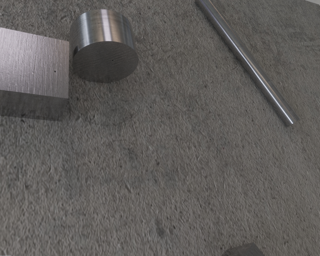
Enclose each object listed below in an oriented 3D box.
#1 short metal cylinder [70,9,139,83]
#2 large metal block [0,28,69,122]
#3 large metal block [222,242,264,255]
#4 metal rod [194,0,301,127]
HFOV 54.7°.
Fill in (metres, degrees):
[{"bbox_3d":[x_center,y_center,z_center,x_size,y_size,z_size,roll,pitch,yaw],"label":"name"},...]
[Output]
[{"bbox_3d":[-0.071,-0.101,0.392,0.081,0.080,0.050,2,61,-27],"label":"short metal cylinder"},{"bbox_3d":[-0.147,-0.058,0.344,0.081,0.050,0.080,6,59,-25],"label":"large metal block"},{"bbox_3d":[0.090,0.183,0.324,0.081,0.050,0.080,-34,81,-38],"label":"large metal block"},{"bbox_3d":[0.154,-0.132,0.566,0.025,0.025,0.299,-22,74,-36],"label":"metal rod"}]
